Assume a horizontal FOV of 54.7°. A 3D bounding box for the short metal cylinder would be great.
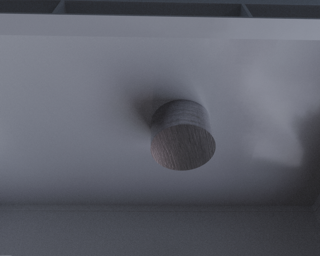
[{"bbox_3d":[0.028,0.010,0.402,0.081,0.050,0.079,0,130,0],"label":"short metal cylinder"}]
